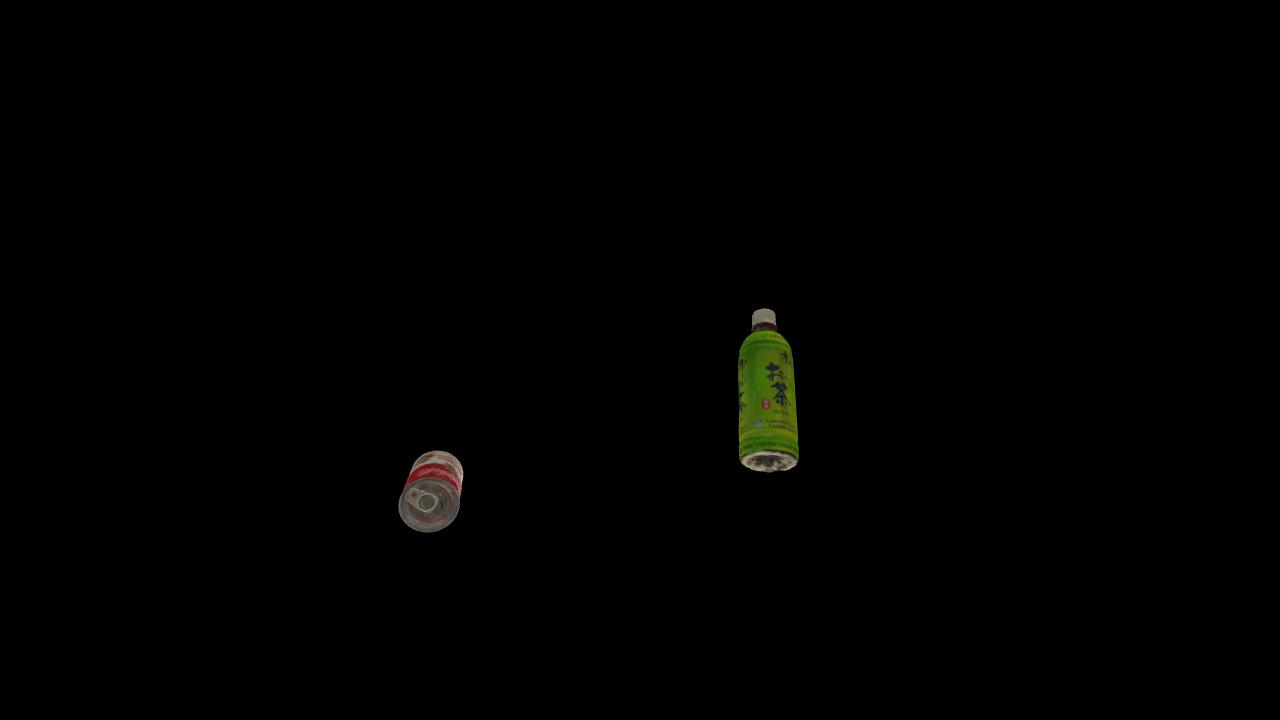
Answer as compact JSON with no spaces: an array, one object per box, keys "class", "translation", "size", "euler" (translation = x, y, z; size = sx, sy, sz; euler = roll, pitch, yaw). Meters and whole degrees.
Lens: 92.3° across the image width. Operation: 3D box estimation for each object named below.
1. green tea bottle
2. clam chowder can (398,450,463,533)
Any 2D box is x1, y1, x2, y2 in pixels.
[{"class":"green tea bottle","translation":[0.157,0.031,0.767],"size":[0.073,0.212,0.073],"euler":[3,-32,2]},{"class":"clam chowder can","translation":[-0.253,0.158,0.755],"size":[0.068,0.068,0.102],"euler":[0,10,-13]}]
